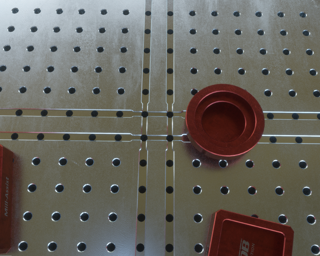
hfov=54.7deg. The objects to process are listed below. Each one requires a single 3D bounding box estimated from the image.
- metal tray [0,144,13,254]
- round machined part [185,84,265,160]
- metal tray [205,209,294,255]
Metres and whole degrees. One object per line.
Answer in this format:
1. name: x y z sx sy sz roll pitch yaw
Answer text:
1. metal tray: -0.232 0.089 0.375 0.091 0.030 0.130 -7 70 -3
2. round machined part: 0.081 -0.005 0.405 0.099 0.042 0.098 0 70 0
3. metal tray: 0.094 0.167 0.348 0.090 0.030 0.130 13 70 4
